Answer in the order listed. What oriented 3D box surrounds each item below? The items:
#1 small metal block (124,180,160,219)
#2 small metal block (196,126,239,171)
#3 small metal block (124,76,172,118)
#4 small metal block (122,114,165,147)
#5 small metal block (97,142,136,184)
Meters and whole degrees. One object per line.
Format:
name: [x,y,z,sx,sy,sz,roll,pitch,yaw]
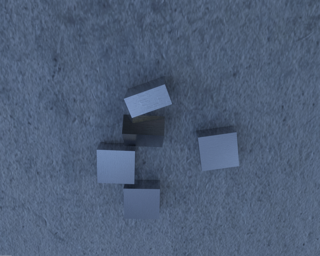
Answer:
small metal block: [-0.026,0.103,0.448,0.050,0.025,0.050,1,110,-1]
small metal block: [0.078,0.028,0.421,0.050,0.025,0.050,-8,110,2]
small metal block: [-0.014,-0.039,0.382,0.050,0.050,0.025,-19,109,6]
small metal block: [-0.021,0.005,0.396,0.050,0.050,0.025,3,70,-2]
small metal block: [-0.059,0.048,0.427,0.050,0.025,0.050,2,110,-2]
